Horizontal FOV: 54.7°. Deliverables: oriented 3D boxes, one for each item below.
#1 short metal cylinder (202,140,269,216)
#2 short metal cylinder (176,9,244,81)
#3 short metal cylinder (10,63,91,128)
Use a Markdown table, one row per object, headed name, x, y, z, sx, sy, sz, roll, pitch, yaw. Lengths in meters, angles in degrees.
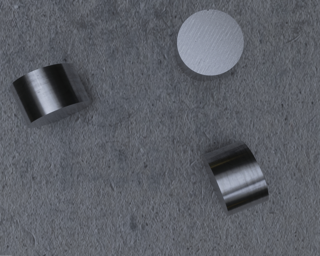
| name | x | y | z | sx | sy | sz | roll | pitch | yaw |
| --- | --- | --- | --- | --- | --- | --- | --- | --- | --- |
| short metal cylinder | 0.091 | 0.061 | 0.383 | 0.050 | 0.080 | 0.080 | -22 | 90 | 0 |
| short metal cylinder | 0.061 | -0.103 | 0.398 | 0.081 | 0.050 | 0.080 | 0 | 90 | 0 |
| short metal cylinder | -0.133 | -0.039 | 0.381 | 0.080 | 0.080 | 0.050 | -24 | 90 | 0 |
